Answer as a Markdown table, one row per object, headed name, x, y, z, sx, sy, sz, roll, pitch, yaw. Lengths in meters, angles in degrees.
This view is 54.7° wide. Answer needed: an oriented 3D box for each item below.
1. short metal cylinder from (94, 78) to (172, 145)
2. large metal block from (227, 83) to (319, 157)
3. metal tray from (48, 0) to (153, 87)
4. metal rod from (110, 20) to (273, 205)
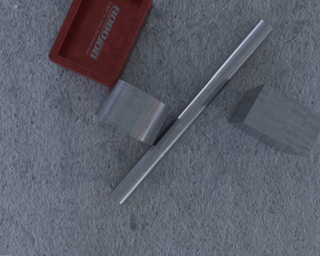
| name | x | y | z | sx | sy | sz | roll | pitch | yaw |
| --- | --- | --- | --- | --- | --- | --- | --- | --- | --- |
| short metal cylinder | -0.032 | -0.020 | 0.382 | 0.080 | 0.080 | 0.050 | 29 | 90 | 0 |
| large metal block | 0.140 | -0.009 | 0.384 | 0.080 | 0.080 | 0.050 | 29 | 90 | 0 |
| metal tray | -0.075 | -0.128 | 0.406 | 0.090 | 0.030 | 0.129 | 24 | 90 | 0 |
| metal rod | 0.041 | -0.021 | 0.410 | 0.025 | 0.025 | 0.300 | 41 | 90 | 0 |
